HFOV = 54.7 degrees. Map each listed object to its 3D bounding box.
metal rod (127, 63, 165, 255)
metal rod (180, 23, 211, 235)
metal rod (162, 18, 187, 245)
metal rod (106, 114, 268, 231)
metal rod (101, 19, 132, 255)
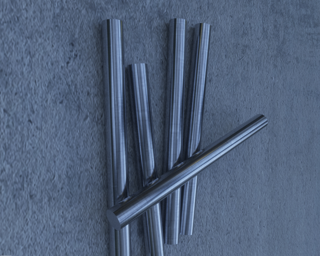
[{"bbox_3d":[-0.014,0.070,0.392,0.025,0.025,0.298,-9,96,-40],"label":"metal rod"},{"bbox_3d":[0.049,-0.002,0.445,0.025,0.025,0.298,9,84,-40],"label":"metal rod"},{"bbox_3d":[0.019,0.003,0.420,0.025,0.025,0.298,4,88,-40],"label":"metal rod"},{"bbox_3d":[0.058,0.043,0.419,0.302,0.025,0.025,-27,107,-37],"label":"metal rod"},{"bbox_3d":[-0.050,0.027,0.362,0.025,0.025,0.298,-3,92,-40],"label":"metal rod"}]
